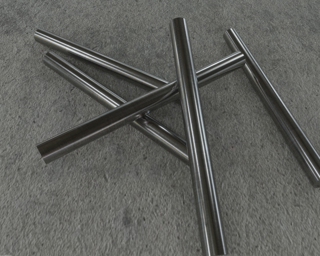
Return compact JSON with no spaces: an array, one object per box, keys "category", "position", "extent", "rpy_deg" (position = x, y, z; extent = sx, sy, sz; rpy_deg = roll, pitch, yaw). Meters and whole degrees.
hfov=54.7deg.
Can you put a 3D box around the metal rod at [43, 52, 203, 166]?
[{"category":"metal rod","position":[-0.062,-0.034,0.431],"extent":[0.300,0.025,0.025],"rpy_deg":[34,58,25]}]

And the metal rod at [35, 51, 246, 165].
[{"category":"metal rod","position":[-0.008,-0.036,0.399],"extent":[0.302,0.025,0.025],"rpy_deg":[-28,56,-22]}]

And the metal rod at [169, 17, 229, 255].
[{"category":"metal rod","position":[0.040,-0.010,0.365],"extent":[0.025,0.025,0.299],"rpy_deg":[-4,64,-4]}]

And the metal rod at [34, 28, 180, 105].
[{"category":"metal rod","position":[-0.080,-0.099,0.485],"extent":[0.301,0.025,0.025],"rpy_deg":[26,55,20]}]

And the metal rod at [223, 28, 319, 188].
[{"category":"metal rod","position":[0.154,-0.051,0.446],"extent":[0.025,0.025,0.300],"rpy_deg":[-9,51,-8]}]
